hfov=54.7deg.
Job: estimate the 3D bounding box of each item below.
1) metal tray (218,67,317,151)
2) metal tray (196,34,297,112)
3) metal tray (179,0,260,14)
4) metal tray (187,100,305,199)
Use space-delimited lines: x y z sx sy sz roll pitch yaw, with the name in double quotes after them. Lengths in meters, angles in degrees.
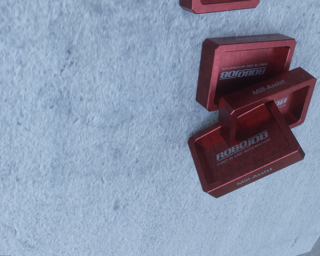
0.146 -0.023 0.432 0.131 0.030 0.090 -22 137 -11 "metal tray"
0.116 -0.077 0.421 0.131 0.030 0.089 -11 123 -23 "metal tray"
0.069 -0.192 0.323 0.091 0.030 0.129 -14 125 -21 "metal tray"
0.108 0.026 0.413 0.130 0.090 0.030 -30 140 19 "metal tray"
